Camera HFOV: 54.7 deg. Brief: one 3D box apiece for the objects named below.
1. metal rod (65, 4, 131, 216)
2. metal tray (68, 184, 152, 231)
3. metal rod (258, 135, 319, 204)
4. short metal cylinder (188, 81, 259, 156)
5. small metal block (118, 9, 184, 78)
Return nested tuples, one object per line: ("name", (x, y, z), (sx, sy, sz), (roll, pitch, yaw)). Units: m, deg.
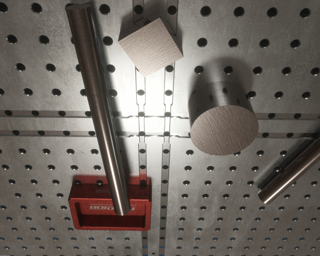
("metal rod", (-0.069, 0.002, 0.392), (0.025, 0.025, 0.298), (-4, 124, 3))
("metal tray", (-0.080, 0.136, 0.522), (0.131, 0.030, 0.089), (2, 130, -2))
("metal rod", (0.236, 0.012, 0.425), (0.025, 0.025, 0.298), (20, 127, -16))
("short metal cylinder", (0.076, -0.011, 0.387), (0.081, 0.050, 0.079), (0, 130, 0))
("small metal block", (-0.009, -0.090, 0.335), (0.050, 0.025, 0.050), (-24, 126, 19))
